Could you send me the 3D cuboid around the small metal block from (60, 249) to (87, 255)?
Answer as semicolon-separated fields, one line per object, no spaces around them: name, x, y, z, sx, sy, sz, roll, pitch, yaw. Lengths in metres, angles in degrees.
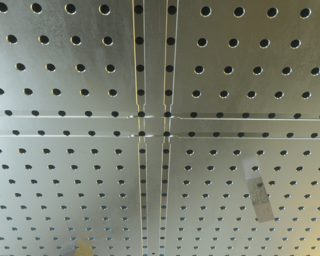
small metal block;-0.180;0.285;0.652;0.050;0.025;0.050;-29;125;22

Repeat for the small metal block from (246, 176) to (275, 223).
small metal block;0.161;0.115;0.496;0.025;0.050;0.050;-17;128;14
